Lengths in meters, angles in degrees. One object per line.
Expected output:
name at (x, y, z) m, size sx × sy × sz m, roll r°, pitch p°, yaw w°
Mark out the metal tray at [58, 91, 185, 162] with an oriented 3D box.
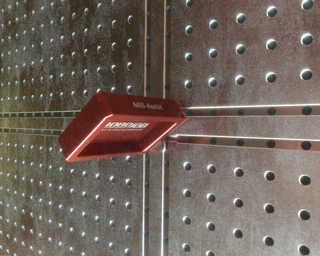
metal tray at (-0.042, 0.001, 0.373) m, size 0.090 × 0.131 × 0.030 m, roll -42°, pitch 65°, yaw 32°
